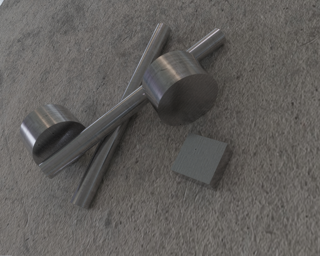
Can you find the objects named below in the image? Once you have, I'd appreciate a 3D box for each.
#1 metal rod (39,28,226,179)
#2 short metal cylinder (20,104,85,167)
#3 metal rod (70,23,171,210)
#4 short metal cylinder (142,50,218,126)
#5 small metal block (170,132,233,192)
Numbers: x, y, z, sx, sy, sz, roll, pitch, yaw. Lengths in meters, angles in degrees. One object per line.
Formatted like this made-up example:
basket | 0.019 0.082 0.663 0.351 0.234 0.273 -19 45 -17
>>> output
metal rod | -0.031 -0.038 0.418 0.301 0.025 0.025 -39 51 -8
short metal cylinder | -0.148 0.013 0.438 0.080 0.080 0.050 -47 51 -5
metal rod | -0.049 -0.030 0.447 0.025 0.025 0.300 10 66 32
short metal cylinder | 0.024 -0.048 0.386 0.080 0.080 0.050 -35 52 5
small metal block | 0.048 0.038 0.355 0.050 0.025 0.050 16 70 34
